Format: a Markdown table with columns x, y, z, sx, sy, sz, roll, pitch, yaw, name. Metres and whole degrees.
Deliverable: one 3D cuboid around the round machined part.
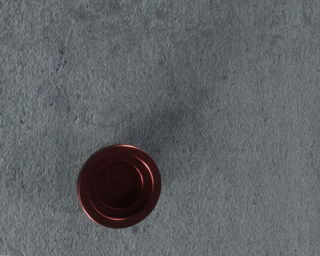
| x | y | z | sx | sy | sz | roll | pitch | yaw | name |
| --- | --- | --- | --- | --- | --- | --- | --- | --- | --- |
| -0.051 | 0.069 | 0.381 | 0.099 | 0.042 | 0.097 | 0 | 90 | -20 | round machined part |
